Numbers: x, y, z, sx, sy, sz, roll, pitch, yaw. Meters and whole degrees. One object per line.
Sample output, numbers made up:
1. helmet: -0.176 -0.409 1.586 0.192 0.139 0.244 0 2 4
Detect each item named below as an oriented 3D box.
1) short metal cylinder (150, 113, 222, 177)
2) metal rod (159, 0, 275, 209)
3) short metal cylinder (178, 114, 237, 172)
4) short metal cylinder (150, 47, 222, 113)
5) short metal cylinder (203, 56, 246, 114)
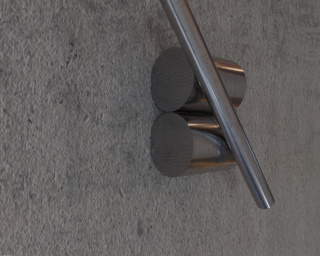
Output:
1. short metal cylinder: 0.031 0.021 0.397 0.050 0.080 0.080 1 90 -40
2. metal rod: 0.076 -0.018 0.366 0.025 0.025 0.299 -44 117 -31
3. short metal cylinder: 0.070 0.021 0.430 0.050 0.080 0.080 1 90 -40
4. short metal cylinder: 0.032 -0.059 0.398 0.050 0.080 0.080 1 90 -40
5. short metal cylinder: 0.071 -0.059 0.430 0.050 0.080 0.080 1 90 -40
